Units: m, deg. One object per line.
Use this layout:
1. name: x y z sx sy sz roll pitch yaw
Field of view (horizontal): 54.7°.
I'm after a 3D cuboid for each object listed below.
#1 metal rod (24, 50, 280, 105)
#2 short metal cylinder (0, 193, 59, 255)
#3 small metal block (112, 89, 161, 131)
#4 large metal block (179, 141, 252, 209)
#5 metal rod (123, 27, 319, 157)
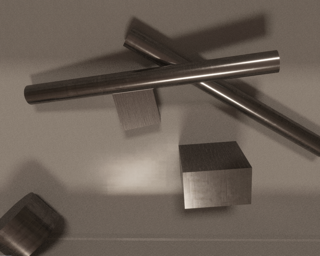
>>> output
1. metal rod: -0.018 -0.058 0.368 0.301 0.025 0.025 -6 110 10
2. short metal cylinder: -0.189 0.137 0.430 0.080 0.080 0.050 -37 106 12
3. small metal block: -0.029 -0.028 0.401 0.050 0.025 0.050 -12 110 4
4. large metal block: 0.068 0.058 0.404 0.081 0.080 0.050 -4 110 1
5. metal rod: 0.093 -0.040 0.397 0.301 0.025 0.025 28 108 -10
